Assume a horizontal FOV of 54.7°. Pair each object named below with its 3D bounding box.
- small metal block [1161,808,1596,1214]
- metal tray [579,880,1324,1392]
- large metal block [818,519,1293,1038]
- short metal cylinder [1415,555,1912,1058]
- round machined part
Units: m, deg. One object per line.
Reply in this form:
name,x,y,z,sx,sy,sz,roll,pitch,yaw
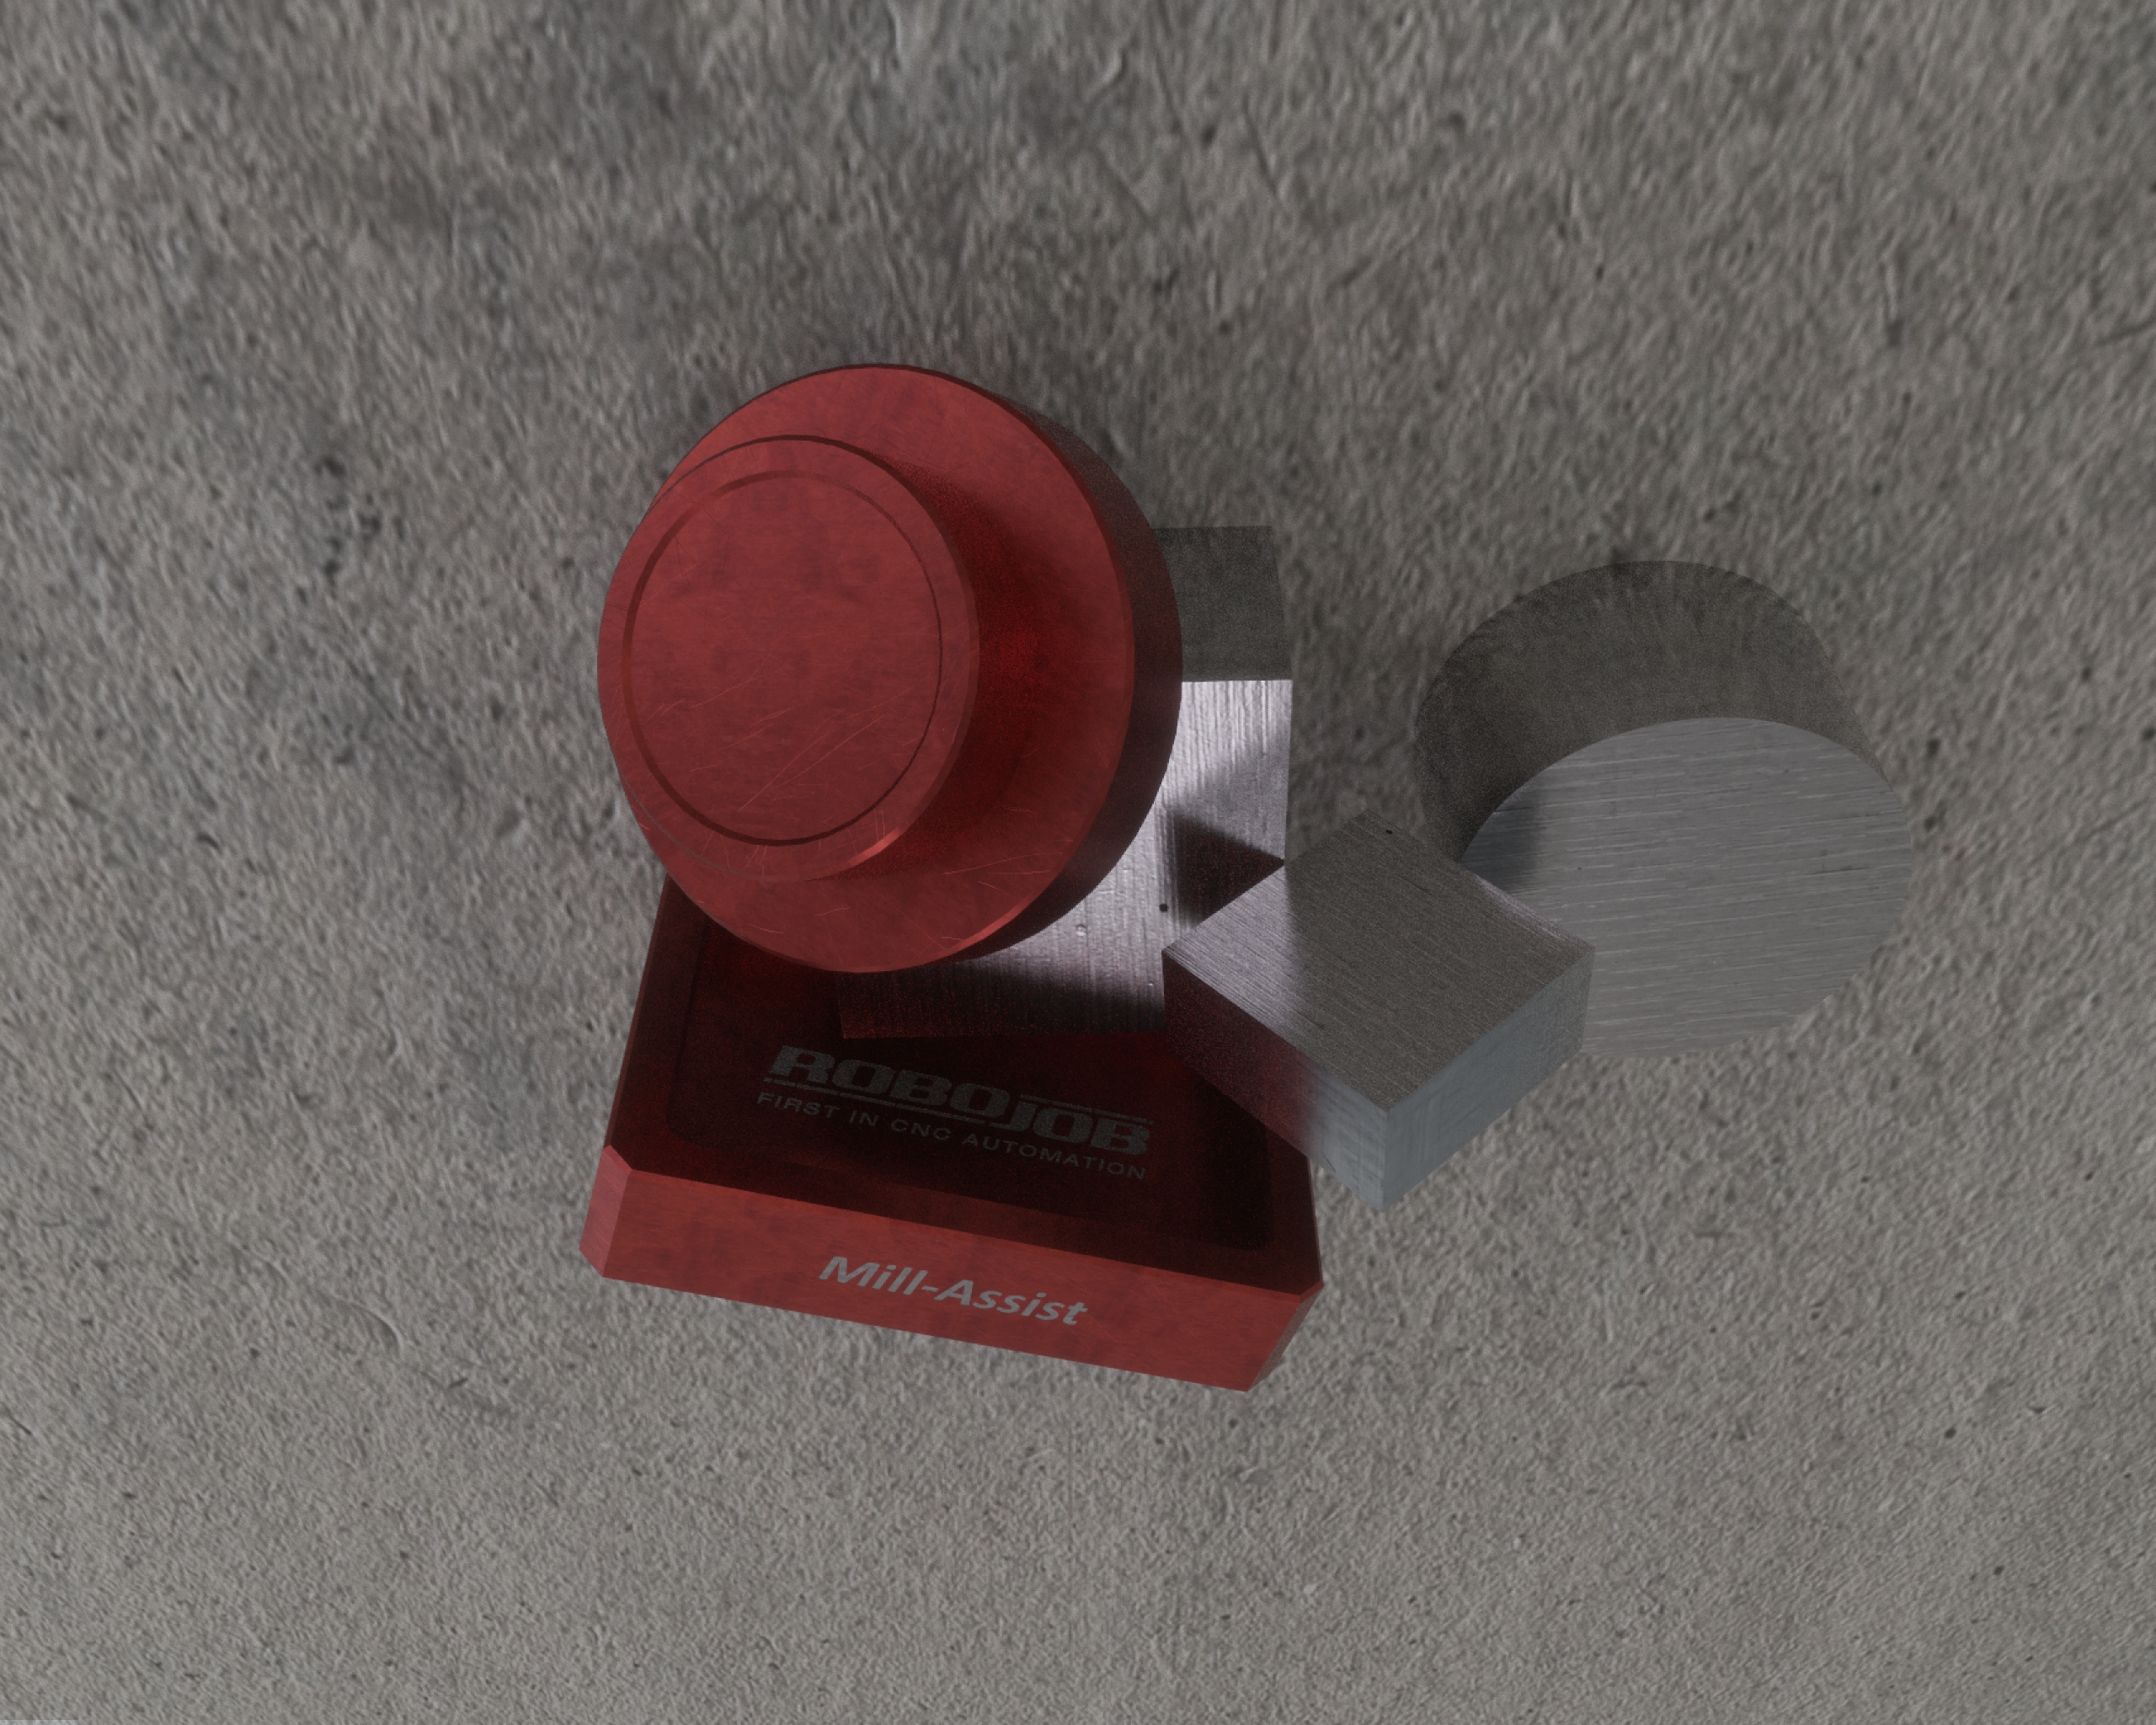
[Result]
small metal block,0.050,0.023,0.353,0.050,0.050,0.025,-33,139,-27
metal tray,-0.022,0.047,0.405,0.131,0.090,0.030,13,129,-11
large metal block,-0.004,-0.014,0.381,0.080,0.050,0.079,-1,130,1
short metal cylinder,0.105,-0.010,0.386,0.081,0.050,0.079,0,130,0
round machined part,-0.037,-0.031,0.333,0.098,0.098,0.042,-30,169,22
